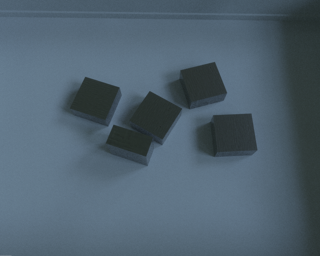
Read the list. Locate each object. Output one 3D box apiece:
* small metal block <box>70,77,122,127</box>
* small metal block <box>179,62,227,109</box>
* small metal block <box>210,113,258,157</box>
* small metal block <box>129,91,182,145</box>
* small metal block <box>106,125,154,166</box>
[{"bbox_3d":[-0.086,-0.036,0.422,0.050,0.025,0.050,18,71,6],"label":"small metal block"},{"bbox_3d":[0.059,-0.059,0.431,0.050,0.025,0.050,-15,71,-6],"label":"small metal block"},{"bbox_3d":[0.096,0.010,0.407,0.050,0.025,0.050,-3,70,-1],"label":"small metal block"},{"bbox_3d":[-0.005,-0.013,0.414,0.050,0.025,0.050,30,73,10],"label":"small metal block"},{"bbox_3d":[-0.036,0.023,0.388,0.050,0.050,0.025,17,71,6],"label":"small metal block"}]
